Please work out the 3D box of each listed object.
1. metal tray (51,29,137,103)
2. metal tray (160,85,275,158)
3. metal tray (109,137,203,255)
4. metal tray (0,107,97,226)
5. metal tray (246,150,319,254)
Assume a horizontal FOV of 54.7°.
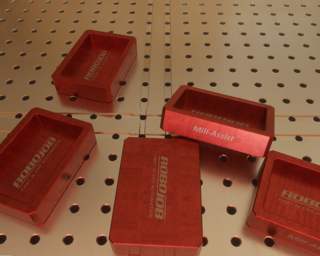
[{"bbox_3d":[-0.098,-0.102,0.488,0.090,0.030,0.130,12,51,9],"label":"metal tray"},{"bbox_3d":[0.076,-0.013,0.396,0.131,0.030,0.090,15,30,12],"label":"metal tray"},{"bbox_3d":[-0.001,0.071,0.345,0.091,0.030,0.130,3,50,1],"label":"metal tray"},{"bbox_3d":[-0.147,0.039,0.369,0.090,0.030,0.130,16,52,13],"label":"metal tray"},{"bbox_3d":[0.170,0.085,0.334,0.130,0.030,0.090,19,52,14],"label":"metal tray"}]
